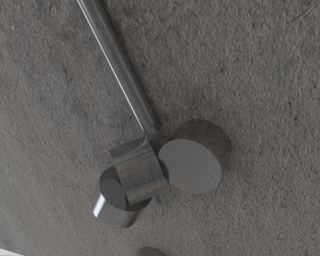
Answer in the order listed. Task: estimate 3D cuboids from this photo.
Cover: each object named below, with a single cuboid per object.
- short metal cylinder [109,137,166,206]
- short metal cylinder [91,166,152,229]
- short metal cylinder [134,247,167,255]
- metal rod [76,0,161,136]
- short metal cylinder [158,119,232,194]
[{"bbox_3d":[-0.031,0.057,0.415,0.080,0.050,0.080,159,90,-78],"label":"short metal cylinder"},{"bbox_3d":[-0.057,0.102,0.464,0.080,0.080,0.050,33,130,6],"label":"short metal cylinder"},{"bbox_3d":[-0.018,0.265,0.564,0.080,0.050,0.079,13,124,21],"label":"short metal cylinder"},{"bbox_3d":[-0.072,-0.124,0.367,0.025,0.025,0.299,-13,112,33],"label":"metal rod"},{"bbox_3d":[0.045,0.036,0.389,0.080,0.050,0.079,13,124,21],"label":"short metal cylinder"}]
